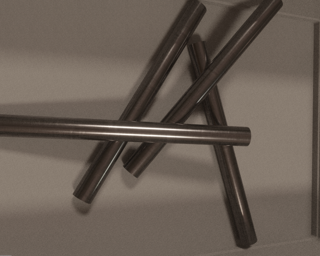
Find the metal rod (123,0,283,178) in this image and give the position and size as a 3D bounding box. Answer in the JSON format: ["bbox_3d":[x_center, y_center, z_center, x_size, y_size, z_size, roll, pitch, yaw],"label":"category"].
[{"bbox_3d":[0.059,-0.058,0.408,0.025,0.025,0.300,41,86,-16],"label":"metal rod"}]

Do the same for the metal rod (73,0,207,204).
[{"bbox_3d":[-0.021,-0.041,0.403,0.025,0.025,0.300,34,79,-17],"label":"metal rod"}]

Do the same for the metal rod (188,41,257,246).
[{"bbox_3d":[0.092,0.026,0.445,0.025,0.025,0.298,-18,96,-19],"label":"metal rod"}]

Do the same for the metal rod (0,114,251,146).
[{"bbox_3d":[-0.038,0.004,0.368,0.302,0.025,0.025,3,89,-10],"label":"metal rod"}]
